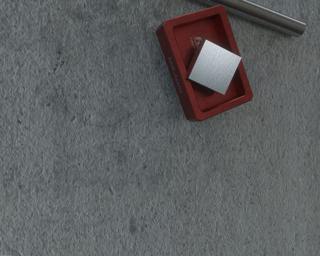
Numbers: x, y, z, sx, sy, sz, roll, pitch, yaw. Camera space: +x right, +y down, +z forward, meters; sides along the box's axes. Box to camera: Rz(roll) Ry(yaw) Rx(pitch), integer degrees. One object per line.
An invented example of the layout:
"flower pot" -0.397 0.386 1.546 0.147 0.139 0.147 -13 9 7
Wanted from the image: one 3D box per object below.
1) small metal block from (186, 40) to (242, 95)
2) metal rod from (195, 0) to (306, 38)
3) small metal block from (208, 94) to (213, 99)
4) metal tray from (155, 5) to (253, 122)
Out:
"small metal block" 0.065 -0.075 0.386 0.050 0.025 0.050 23 94 -13
"metal rod" 0.083 -0.184 0.440 0.302 0.025 0.025 11 86 -20
"small metal block" 0.071 -0.074 0.437 0.050 0.025 0.050 -38 103 -16
"metal tray" 0.059 -0.083 0.403 0.091 0.030 0.129 -22 97 -18
